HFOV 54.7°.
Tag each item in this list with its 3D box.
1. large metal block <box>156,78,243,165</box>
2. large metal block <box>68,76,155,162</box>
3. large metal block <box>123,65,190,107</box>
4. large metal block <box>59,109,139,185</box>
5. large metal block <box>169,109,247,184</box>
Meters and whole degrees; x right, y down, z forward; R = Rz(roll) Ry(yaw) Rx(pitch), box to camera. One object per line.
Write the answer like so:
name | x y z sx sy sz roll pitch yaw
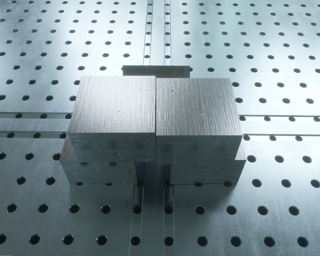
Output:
large metal block | 0.037 -0.008 0.331 0.081 0.050 0.080 0 50 -1
large metal block | -0.045 -0.010 0.331 0.081 0.050 0.080 0 50 -1
large metal block | -0.004 -0.056 0.411 0.081 0.050 0.080 0 8 0
large metal block | -0.066 0.020 0.374 0.081 0.050 0.080 1 50 0
large metal block | 0.052 0.020 0.375 0.081 0.050 0.080 -1 50 -1
